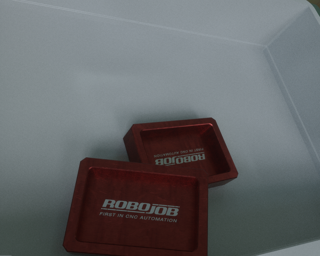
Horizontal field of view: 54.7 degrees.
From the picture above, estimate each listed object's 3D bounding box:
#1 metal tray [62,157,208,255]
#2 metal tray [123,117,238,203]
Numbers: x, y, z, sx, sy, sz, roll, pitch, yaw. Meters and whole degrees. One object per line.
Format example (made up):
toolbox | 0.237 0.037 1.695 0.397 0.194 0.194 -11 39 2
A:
metal tray | -0.020 0.082 0.309 0.131 0.030 0.090 6 63 -3
metal tray | 0.028 0.036 0.394 0.131 0.030 0.090 -6 65 -31
